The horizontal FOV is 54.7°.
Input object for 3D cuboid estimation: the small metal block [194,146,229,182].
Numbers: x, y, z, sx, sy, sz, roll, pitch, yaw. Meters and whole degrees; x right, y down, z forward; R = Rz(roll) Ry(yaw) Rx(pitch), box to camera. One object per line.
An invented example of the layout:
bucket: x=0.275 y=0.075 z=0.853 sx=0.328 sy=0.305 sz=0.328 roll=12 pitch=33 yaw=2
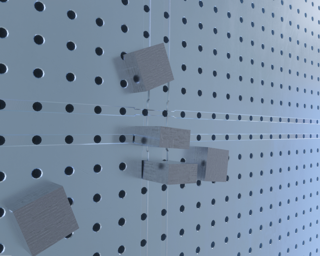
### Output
small metal block: x=0.079 y=0.056 z=0.478 sx=0.050 sy=0.025 sz=0.050 roll=11 pitch=83 yaw=-40

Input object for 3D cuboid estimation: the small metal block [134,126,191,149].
small metal block: x=0.003 y=0.012 z=0.397 sx=0.050 sy=0.050 sz=0.025 roll=7 pitch=86 yaw=-40

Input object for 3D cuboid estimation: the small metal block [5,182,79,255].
small metal block: x=-0.117 y=0.090 z=0.312 sx=0.050 sy=0.025 sz=0.050 roll=-27 pitch=107 yaw=-37

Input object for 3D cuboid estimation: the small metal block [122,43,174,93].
small metal block: x=-0.014 y=-0.078 z=0.399 sx=0.050 sy=0.025 sz=0.050 roll=-28 pitch=108 yaw=-37

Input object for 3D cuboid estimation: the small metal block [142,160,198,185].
small metal block: x=0.013 y=0.057 z=0.406 sx=0.050 sy=0.050 sz=0.025 roll=6 pitch=87 yaw=-40
